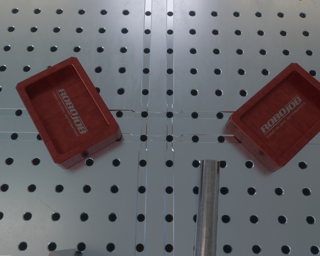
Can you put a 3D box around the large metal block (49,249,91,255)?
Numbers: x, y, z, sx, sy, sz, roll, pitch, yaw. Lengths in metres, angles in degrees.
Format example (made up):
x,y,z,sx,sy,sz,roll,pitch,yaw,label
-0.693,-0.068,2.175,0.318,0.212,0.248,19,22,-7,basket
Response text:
x,y,z,sx,sy,sz,roll,pitch,yaw,label
-0.076,0.166,0.321,0.080,0.080,0.050,19,71,6,large metal block

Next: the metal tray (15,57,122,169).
x,y,z,sx,sy,sz,roll,pitch,yaw,label
-0.122,-0.023,0.416,0.090,0.030,0.130,-30,73,-11,metal tray

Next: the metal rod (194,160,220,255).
x,y,z,sx,sy,sz,roll,pitch,yaw,label
0.048,0.183,0.345,0.025,0.025,0.299,6,70,2,metal rod

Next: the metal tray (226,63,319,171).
x,y,z,sx,sy,sz,roll,pitch,yaw,label
0.167,-0.017,0.416,0.130,0.030,0.090,-39,75,-13,metal tray
